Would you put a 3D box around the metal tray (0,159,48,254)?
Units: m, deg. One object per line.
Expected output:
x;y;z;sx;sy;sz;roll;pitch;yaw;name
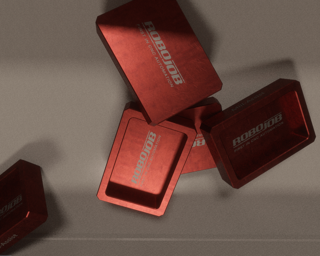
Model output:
-0.213;0.114;0.415;0.130;0.090;0.030;-36;142;12;metal tray

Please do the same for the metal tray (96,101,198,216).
-0.018;0.041;0.391;0.091;0.030;0.129;18;109;-7;metal tray

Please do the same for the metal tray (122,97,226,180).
0.021;0.016;0.415;0.131;0.030;0.089;-12;110;4;metal tray

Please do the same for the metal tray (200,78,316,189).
0.126;0.006;0.390;0.131;0.030;0.090;-29;110;-10;metal tray

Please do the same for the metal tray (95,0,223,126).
-0.001;-0.078;0.345;0.090;0.030;0.130;-29;90;-10;metal tray
